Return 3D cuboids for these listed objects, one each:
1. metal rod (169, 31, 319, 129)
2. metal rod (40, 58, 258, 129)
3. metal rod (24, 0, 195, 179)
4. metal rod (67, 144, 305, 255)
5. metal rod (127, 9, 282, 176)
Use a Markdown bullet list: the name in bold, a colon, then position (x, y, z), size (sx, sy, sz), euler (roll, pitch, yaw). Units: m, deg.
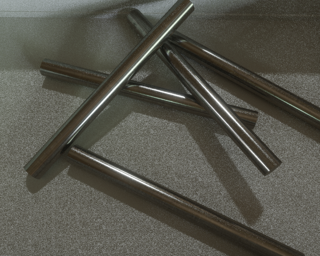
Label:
- **metal rod**: position (0.138, -0.059, 0.432), size (0.301, 0.025, 0.025), euler (31, 73, 10)
- **metal rod**: position (-0.018, -0.048, 0.426), size (0.301, 0.025, 0.025), euler (15, 71, 5)
- **metal rod**: position (-0.062, -0.056, 0.403), size (0.025, 0.025, 0.300), euler (40, 84, 13)
- **metal rod**: position (0.024, 0.094, 0.375), size (0.301, 0.025, 0.025), euler (24, 72, 8)
- **metal rod**: position (0.044, -0.061, 0.409), size (0.025, 0.025, 0.300), euler (-32, 65, -11)
